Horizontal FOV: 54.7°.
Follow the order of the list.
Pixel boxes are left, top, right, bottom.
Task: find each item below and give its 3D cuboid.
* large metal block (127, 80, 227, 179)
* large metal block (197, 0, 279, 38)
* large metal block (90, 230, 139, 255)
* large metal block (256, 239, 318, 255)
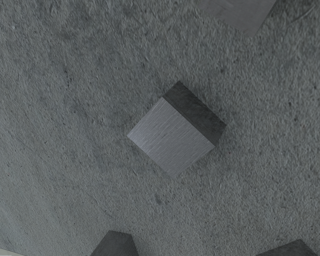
[{"bbox_3d":[0.020,0.003,0.382,0.080,0.050,0.080,43,129,-2],"label":"large metal block"},{"bbox_3d":[0.082,-0.129,0.248,0.050,0.080,0.079,33,129,7],"label":"large metal block"},{"bbox_3d":[-0.083,0.251,0.570,0.050,0.080,0.080,0,118,28],"label":"large metal block"},{"bbox_3d":[0.185,0.210,0.423,0.080,0.050,0.080,44,129,-3],"label":"large metal block"}]
